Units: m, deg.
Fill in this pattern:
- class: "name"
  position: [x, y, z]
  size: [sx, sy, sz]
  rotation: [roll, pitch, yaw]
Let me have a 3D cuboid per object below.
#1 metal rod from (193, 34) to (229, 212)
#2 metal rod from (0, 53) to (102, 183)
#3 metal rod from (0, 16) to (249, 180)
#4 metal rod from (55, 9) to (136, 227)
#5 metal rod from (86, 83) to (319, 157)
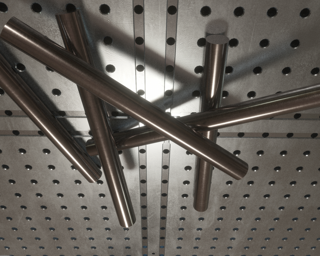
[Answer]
- class: "metal rod"
  position: [0.065, 0.018, 0.428]
  size: [0.025, 0.025, 0.298]
  rotation: [-1, 130, 1]
- class: "metal rod"
  position: [-0.160, -0.030, 0.383]
  size: [0.025, 0.025, 0.299]
  rotation: [-19, 128, 15]
- class: "metal rod"
  position: [-0.022, -0.021, 0.339]
  size: [0.301, 0.025, 0.025]
  rotation: [31, 123, -18]
- class: "metal rod"
  position: [-0.071, 0.010, 0.385]
  size: [0.025, 0.025, 0.298]
  rotation: [-7, 120, 5]
- class: "metal rod"
  position: [0.039, -0.004, 0.379]
  size: [0.300, 0.025, 0.025]
  rotation: [-13, 130, 22]
